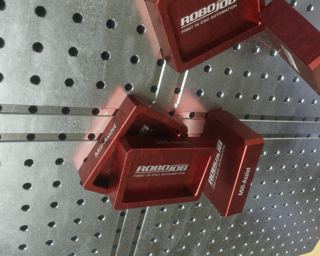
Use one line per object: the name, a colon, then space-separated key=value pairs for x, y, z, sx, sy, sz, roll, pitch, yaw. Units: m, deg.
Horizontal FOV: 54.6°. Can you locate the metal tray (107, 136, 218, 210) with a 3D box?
metal tray: x=0.004 y=0.057 z=0.404 sx=0.131 sy=0.030 sz=0.089 roll=1 pitch=118 yaw=-29

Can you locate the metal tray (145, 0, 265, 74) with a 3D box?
metal tray: x=0.058 y=-0.132 z=0.357 sx=0.131 sy=0.030 sz=0.090 roll=-29 pitch=128 yaw=-10

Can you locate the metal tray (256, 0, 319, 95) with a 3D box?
metal tray: x=0.171 y=-0.093 z=0.373 sx=0.030 sy=0.090 sz=0.131 roll=-42 pitch=154 yaw=19

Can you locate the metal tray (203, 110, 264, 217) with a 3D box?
metal tray: x=0.094 y=0.051 z=0.451 sx=0.030 sy=0.090 sz=0.129 roll=-7 pitch=122 yaw=-25

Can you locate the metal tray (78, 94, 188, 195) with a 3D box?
metal tray: x=-0.034 y=0.031 z=0.407 sx=0.090 sy=0.030 sz=0.130 roll=26 pitch=104 yaw=-37
